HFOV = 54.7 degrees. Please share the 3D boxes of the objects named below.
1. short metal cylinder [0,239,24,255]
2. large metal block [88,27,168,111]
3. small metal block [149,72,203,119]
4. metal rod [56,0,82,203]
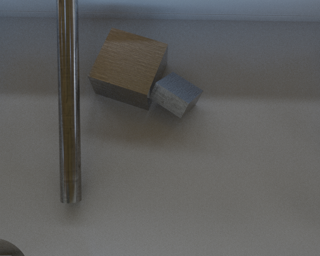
[{"bbox_3d":[-0.143,0.122,0.225,0.081,0.050,0.080,0,70,0],"label":"short metal cylinder"},{"bbox_3d":[-0.041,-0.080,0.425,0.080,0.050,0.080,18,71,6],"label":"large metal block"},{"bbox_3d":[0.022,-0.045,0.413,0.050,0.025,0.050,34,37,11],"label":"small metal block"},{"bbox_3d":[-0.110,-0.060,0.372,0.025,0.025,0.298,0,92,-1],"label":"metal rod"}]
